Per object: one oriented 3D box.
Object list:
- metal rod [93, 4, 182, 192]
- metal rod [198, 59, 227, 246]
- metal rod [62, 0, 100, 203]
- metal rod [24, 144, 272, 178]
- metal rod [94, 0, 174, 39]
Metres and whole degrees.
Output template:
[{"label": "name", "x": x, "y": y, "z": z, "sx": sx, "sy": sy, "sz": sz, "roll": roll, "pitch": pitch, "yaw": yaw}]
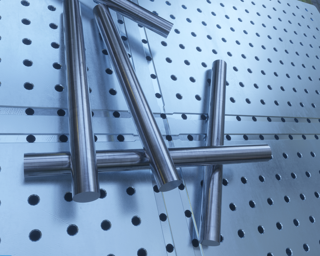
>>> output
[{"label": "metal rod", "x": -0.040, "y": -0.059, "z": 0.393, "sx": 0.025, "sy": 0.025, "sz": 0.299, "roll": -3, "pitch": 54, "yaw": -30}, {"label": "metal rod", "x": 0.079, "y": 0.013, "z": 0.445, "sx": 0.025, "sy": 0.025, "sz": 0.300, "roll": 22, "pitch": 53, "yaw": -16}, {"label": "metal rod", "x": -0.098, "y": -0.058, "z": 0.367, "sx": 0.025, "sy": 0.025, "sz": 0.299, "roll": 5, "pitch": 52, "yaw": -26}, {"label": "metal rod", "x": 0.004, "y": 0.036, "z": 0.368, "sx": 0.303, "sy": 0.025, "sz": 0.025, "roll": -1, "pitch": 62, "yaw": -22}, {"label": "metal rod", "x": -0.119, "y": -0.216, "z": 0.464, "sx": 0.301, "sy": 0.025, "sz": 0.025, "roll": 26, "pitch": 52, "yaw": -8}]
